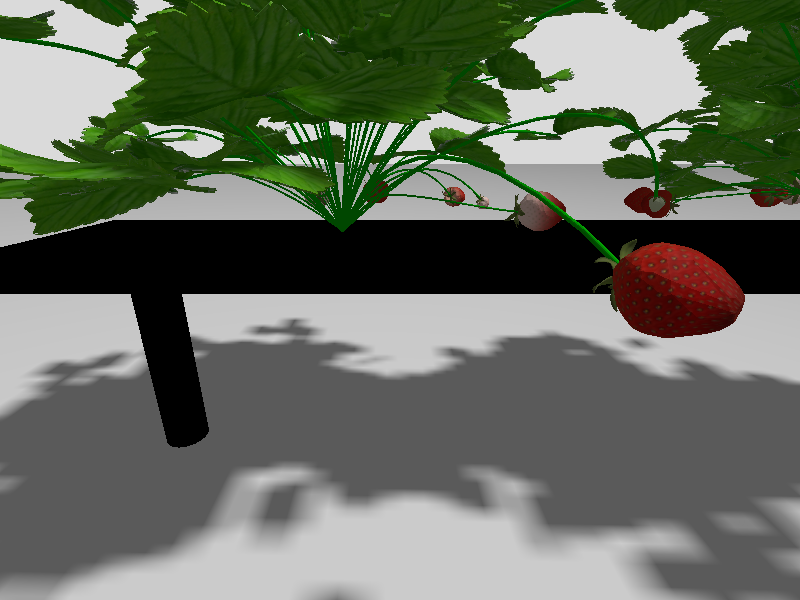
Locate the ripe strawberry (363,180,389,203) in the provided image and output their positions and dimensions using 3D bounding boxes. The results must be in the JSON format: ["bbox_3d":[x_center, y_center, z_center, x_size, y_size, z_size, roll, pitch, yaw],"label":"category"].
[{"bbox_3d":[-0.031,-0.141,0.525,0.034,0.030,0.034,2,-8,5],"label":"ripe strawberry"}]

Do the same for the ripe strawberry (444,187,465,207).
[{"bbox_3d":[0.069,-0.128,0.499,0.027,0.024,0.024,14,18,34],"label":"ripe strawberry"}]

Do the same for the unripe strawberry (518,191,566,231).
[{"bbox_3d":[0.120,-0.076,0.341,0.039,0.033,0.039,1,20,1],"label":"unripe strawberry"}]

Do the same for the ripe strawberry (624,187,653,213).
[{"bbox_3d":[0.267,-0.111,0.447,0.028,0.028,0.031,15,25,36],"label":"ripe strawberry"}]

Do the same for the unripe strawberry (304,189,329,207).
[{"bbox_3d":[-0.103,-0.129,0.494,0.032,0.027,0.032,-7,21,-17],"label":"unripe strawberry"}]

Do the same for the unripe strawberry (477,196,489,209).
[{"bbox_3d":[0.100,-0.115,0.478,0.015,0.016,0.016,21,-8,44],"label":"unripe strawberry"}]

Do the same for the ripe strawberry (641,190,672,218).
[{"bbox_3d":[0.266,-0.100,0.415,0.027,0.028,0.025,10,23,27],"label":"ripe strawberry"}]

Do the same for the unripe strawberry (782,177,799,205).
[{"bbox_3d":[0.513,-0.143,0.520,0.033,0.037,0.036,12,23,29],"label":"unripe strawberry"}]

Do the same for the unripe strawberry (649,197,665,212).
[{"bbox_3d":[0.194,-0.072,0.303,0.011,0.011,0.010,3,21,9],"label":"unripe strawberry"}]

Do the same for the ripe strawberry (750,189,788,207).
[{"bbox_3d":[0.454,-0.131,0.495,0.035,0.032,0.032,7,21,18],"label":"ripe strawberry"}]

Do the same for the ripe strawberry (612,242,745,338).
[{"bbox_3d":[0.099,-0.003,0.144,0.039,0.033,0.039,-14,29,-32],"label":"ripe strawberry"}]
